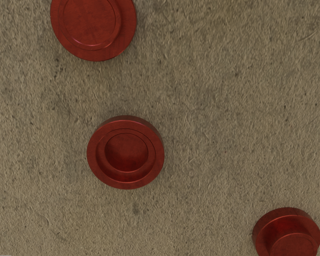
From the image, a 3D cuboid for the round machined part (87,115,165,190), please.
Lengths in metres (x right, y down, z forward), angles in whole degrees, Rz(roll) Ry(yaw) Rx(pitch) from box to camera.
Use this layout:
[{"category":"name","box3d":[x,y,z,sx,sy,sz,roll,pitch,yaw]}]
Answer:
[{"category":"round machined part","box3d":[-0.044,0.029,0.411,0.099,0.042,0.097,0,110,0]}]

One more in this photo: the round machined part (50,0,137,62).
[{"category":"round machined part","box3d":[-0.076,-0.125,0.354,0.099,0.042,0.097,0,110,0]}]

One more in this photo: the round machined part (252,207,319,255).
[{"category":"round machined part","box3d":[0.194,0.172,0.466,0.099,0.042,0.097,0,110,0]}]
